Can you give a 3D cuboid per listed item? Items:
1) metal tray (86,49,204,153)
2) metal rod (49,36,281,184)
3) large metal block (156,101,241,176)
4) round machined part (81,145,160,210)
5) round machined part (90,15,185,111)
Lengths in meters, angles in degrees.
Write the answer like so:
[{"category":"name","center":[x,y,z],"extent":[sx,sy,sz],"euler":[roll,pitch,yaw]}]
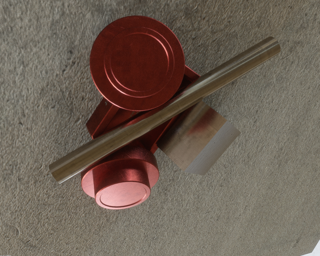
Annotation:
[{"category":"metal tray","center":[-0.017,-0.029,0.378],"extent":[0.090,0.030,0.130],"euler":[27,103,-38]},{"category":"metal rod","center":[0.013,-0.026,0.362],"extent":[0.301,0.025,0.025],"euler":[-31,129,-9]},{"category":"large metal block","center":[0.054,0.014,0.412],"extent":[0.080,0.050,0.080],"euler":[-51,153,7]},{"category":"round machined part","center":[-0.048,0.068,0.391],"extent":[0.099,0.042,0.097],"euler":[-9,140,-7]},{"category":"round machined part","center":[-0.022,-0.066,0.318],"extent":[0.099,0.042,0.097],"euler":[-1,97,-8]}]
